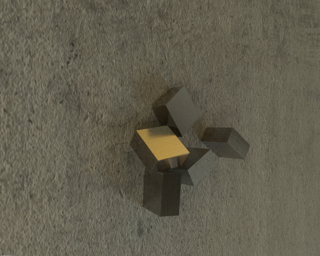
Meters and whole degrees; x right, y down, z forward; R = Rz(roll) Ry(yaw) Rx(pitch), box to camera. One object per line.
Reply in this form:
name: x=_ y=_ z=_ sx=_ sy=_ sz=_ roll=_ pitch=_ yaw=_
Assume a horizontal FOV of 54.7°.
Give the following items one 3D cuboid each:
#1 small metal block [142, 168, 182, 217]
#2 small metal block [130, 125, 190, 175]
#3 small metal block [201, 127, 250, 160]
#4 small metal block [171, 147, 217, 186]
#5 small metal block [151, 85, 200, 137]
small metal block: x=0.002 y=0.079 z=0.386 sx=0.025 sy=0.050 sz=0.050 roll=5 pitch=88 yaw=-28
small metal block: x=-0.001 y=0.026 z=0.385 sx=0.050 sy=0.050 sz=0.025 roll=-10 pitch=139 yaw=-39
small metal block: x=0.100 y=0.023 z=0.472 sx=0.050 sy=0.050 sz=0.025 roll=40 pitch=66 yaw=-33
small metal block: x=0.040 y=0.051 z=0.421 sx=0.050 sy=0.050 sz=0.025 roll=-36 pitch=113 yaw=-34
small metal block: x=0.022 y=-0.022 z=0.418 sx=0.050 sy=0.025 sz=0.050 roll=-48 pitch=119 yaw=-39
